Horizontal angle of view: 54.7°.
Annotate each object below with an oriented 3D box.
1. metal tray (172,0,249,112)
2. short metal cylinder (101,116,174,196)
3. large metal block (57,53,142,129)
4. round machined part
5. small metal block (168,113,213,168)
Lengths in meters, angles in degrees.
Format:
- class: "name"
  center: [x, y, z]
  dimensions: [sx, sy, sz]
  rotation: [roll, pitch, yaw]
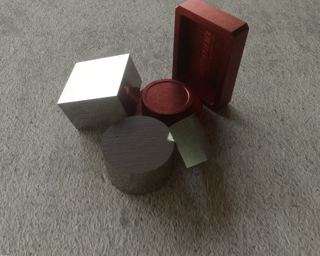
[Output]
- class: "metal tray"
  center: [0.060, -0.094, 0.414]
  dimensions: [0.030, 0.129, 0.090]
  rotation: [-37, 60, -27]
- class: "short metal cylinder"
  center: [-0.025, 0.032, 0.362]
  dimensions: [0.081, 0.050, 0.080]
  rotation: [0, 50, 0]
- class: "large metal block"
  center: [-0.076, -0.048, 0.412]
  dimensions: [0.080, 0.050, 0.080]
  rotation: [-6, 48, 17]
- class: "round machined part"
  center: [0.009, -0.029, 0.420]
  dimensions: [0.099, 0.042, 0.098]
  rotation: [0, 50, 0]
- class: "small metal block"
  center: [0.038, 0.013, 0.364]
  dimensions: [0.025, 0.050, 0.050]
  rotation: [-25, 92, 19]
